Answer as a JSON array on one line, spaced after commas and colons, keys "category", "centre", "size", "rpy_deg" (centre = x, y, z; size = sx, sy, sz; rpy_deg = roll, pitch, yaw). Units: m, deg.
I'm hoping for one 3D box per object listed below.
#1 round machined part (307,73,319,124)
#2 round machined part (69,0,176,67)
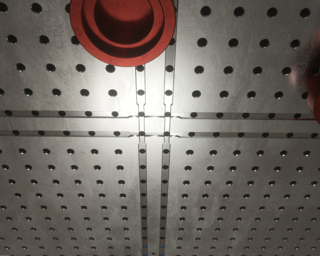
[{"category": "round machined part", "centre": [0.225, -0.045, 0.365], "size": [0.099, 0.042, 0.097], "rpy_deg": [-1, 130, 0]}, {"category": "round machined part", "centre": [-0.035, -0.113, 0.304], "size": [0.099, 0.042, 0.097], "rpy_deg": [-1, 130, 0]}]
